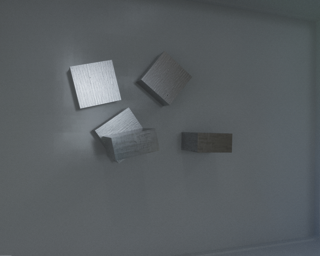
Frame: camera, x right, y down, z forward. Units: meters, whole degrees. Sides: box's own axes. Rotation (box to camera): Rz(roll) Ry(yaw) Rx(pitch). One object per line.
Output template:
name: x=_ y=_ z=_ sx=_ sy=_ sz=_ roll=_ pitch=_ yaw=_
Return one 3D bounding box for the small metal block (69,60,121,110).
small metal block: x=-0.080 y=-0.053 z=0.381 sx=0.050 sy=0.025 sz=0.050 roll=-14 pitch=95 yaw=-20

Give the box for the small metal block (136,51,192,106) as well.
small metal block: x=0.005 y=-0.065 z=0.412 sx=0.050 sy=0.025 sz=0.050 roll=41 pitch=77 yaw=-16

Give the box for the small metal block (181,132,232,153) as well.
small metal block: x=0.062 y=0.019 z=0.420 sx=0.050 sy=0.050 sz=0.025 roll=2 pitch=90 yaw=-20

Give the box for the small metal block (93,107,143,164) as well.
small metal block: x=-0.049 y=0.009 z=0.392 sx=0.050 sy=0.025 sz=0.050 roll=-37 pitch=102 yaw=-16

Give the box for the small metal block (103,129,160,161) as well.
small metal block: x=-0.034 y=0.017 z=0.358 sx=0.050 sy=0.050 sz=0.025 roll=-12 pitch=95 yaw=-20
